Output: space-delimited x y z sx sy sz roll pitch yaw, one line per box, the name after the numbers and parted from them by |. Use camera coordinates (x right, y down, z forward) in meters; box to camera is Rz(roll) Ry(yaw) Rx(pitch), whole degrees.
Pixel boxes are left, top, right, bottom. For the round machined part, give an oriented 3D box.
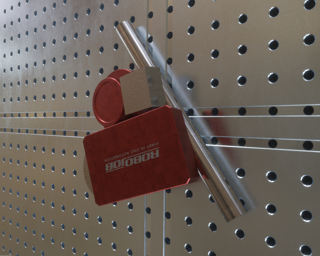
-0.059 -0.036 0.440 0.098 0.042 0.097 0 90 41 | round machined part

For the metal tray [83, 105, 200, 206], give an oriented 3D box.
-0.027 0.036 0.373 0.130 0.030 0.090 -20 78 25 | metal tray

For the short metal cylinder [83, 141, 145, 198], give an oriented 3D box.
-0.064 0.057 0.440 0.080 0.050 0.079 0 90 40 | short metal cylinder

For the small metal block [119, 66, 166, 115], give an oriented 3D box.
-0.022 -0.046 0.392 0.050 0.025 0.050 -14 84 44 | small metal block

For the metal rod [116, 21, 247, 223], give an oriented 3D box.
0.016 -0.024 0.392 0.025 0.025 0.299 -43 64 31 | metal rod
